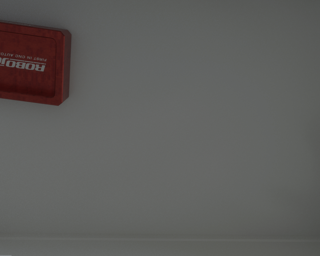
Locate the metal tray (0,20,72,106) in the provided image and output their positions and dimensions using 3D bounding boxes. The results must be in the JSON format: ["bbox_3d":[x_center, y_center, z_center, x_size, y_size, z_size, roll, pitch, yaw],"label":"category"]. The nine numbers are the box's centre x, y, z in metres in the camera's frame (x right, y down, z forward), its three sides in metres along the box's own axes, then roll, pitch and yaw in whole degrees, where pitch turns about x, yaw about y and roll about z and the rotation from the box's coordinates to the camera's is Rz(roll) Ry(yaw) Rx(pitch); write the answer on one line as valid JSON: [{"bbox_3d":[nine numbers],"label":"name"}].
[{"bbox_3d":[-0.179,-0.081,0.376,0.131,0.030,0.089,7,110,-3],"label":"metal tray"}]
